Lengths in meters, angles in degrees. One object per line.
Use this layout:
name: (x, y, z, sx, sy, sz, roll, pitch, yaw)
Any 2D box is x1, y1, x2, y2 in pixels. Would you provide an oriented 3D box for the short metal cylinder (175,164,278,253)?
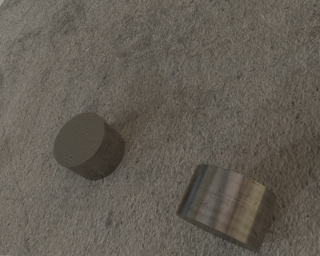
short metal cylinder: (0.061, 0.075, 0.291, 0.080, 0.080, 0.050, 15, 70, 34)

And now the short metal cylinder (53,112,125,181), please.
short metal cylinder: (-0.096, 0.025, 0.423, 0.080, 0.050, 0.080, -13, 56, 21)
